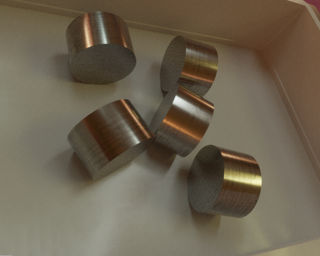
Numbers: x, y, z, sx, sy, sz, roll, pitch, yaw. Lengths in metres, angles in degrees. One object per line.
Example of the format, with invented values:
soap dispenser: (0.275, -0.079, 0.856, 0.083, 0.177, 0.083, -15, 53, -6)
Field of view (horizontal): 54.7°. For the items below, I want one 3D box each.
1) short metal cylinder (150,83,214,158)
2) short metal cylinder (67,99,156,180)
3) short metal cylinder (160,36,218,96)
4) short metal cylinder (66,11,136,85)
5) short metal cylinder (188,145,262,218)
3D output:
short metal cylinder: (0.024, -0.010, 0.391, 0.050, 0.080, 0.080, 29, 52, -11)
short metal cylinder: (-0.051, 0.013, 0.336, 0.081, 0.080, 0.050, -28, 77, -37)
short metal cylinder: (0.040, -0.087, 0.446, 0.050, 0.080, 0.080, 10, 57, -23)
short metal cylinder: (-0.075, -0.098, 0.391, 0.081, 0.080, 0.050, -1, 62, -29)
short metal cylinder: (0.075, 0.064, 0.373, 0.050, 0.080, 0.080, 15, 56, -20)
